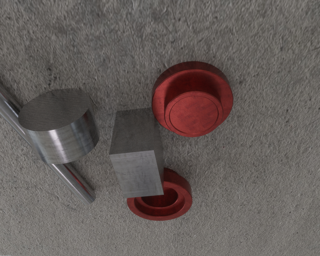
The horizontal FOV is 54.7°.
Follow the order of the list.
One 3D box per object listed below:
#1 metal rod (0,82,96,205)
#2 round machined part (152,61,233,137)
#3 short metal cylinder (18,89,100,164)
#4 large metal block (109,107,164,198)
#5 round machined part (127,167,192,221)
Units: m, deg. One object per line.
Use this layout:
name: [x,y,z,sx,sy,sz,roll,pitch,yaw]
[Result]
metal rod: [-0.170,0.009,0.412,0.025,0.025,0.299,-17,128,14]
round machined part: [0.039,-0.027,0.373,0.099,0.042,0.097,0,130,0]
short metal cylinder: [-0.117,-0.004,0.367,0.080,0.080,0.050,-4,130,3]
large metal block: [-0.026,0.031,0.397,0.050,0.080,0.080,-6,130,5]
round machined part: [-0.001,0.098,0.480,0.099,0.042,0.097,0,130,0]
